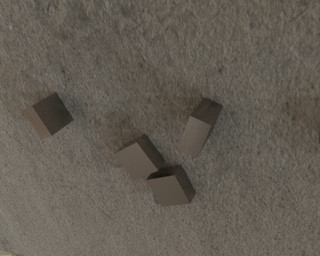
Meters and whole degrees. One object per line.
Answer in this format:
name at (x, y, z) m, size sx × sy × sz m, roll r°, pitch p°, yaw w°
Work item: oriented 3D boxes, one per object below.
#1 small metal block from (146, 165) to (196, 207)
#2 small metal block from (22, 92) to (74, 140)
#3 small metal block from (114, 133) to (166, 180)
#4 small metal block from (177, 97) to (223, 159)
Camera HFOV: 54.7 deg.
small metal block at (0.016, 0.085, 0.449) m, size 0.050 × 0.025 × 0.050 m, roll -16°, pitch 110°, yaw 34°
small metal block at (-0.166, -0.019, 0.464) m, size 0.025 × 0.050 × 0.050 m, roll -17°, pitch 110°, yaw 34°
small metal block at (-0.029, 0.042, 0.447) m, size 0.050 × 0.025 × 0.050 m, roll -28°, pitch 104°, yaw 37°
small metal block at (0.048, -0.001, 0.364) m, size 0.025 × 0.050 × 0.050 m, roll 26°, pitch 127°, yaw 12°
